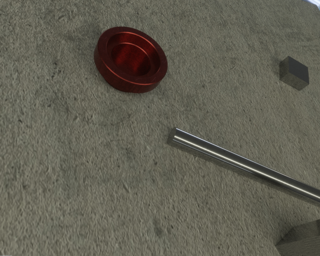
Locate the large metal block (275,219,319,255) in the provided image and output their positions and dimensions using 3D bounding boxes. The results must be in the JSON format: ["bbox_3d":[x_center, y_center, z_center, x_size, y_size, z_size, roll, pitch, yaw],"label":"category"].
[{"bbox_3d":[0.208,0.162,0.384,0.050,0.080,0.080,-24,75,-37],"label":"large metal block"}]

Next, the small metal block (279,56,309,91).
[{"bbox_3d":[0.268,-0.109,0.618,0.050,0.025,0.050,25,53,-13],"label":"small metal block"}]

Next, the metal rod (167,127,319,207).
[{"bbox_3d":[0.150,0.067,0.445,0.302,0.025,0.025,23,53,-15],"label":"metal rod"}]

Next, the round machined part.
[{"bbox_3d":[-0.042,-0.088,0.425,0.099,0.042,0.098,14,56,-21],"label":"round machined part"}]
